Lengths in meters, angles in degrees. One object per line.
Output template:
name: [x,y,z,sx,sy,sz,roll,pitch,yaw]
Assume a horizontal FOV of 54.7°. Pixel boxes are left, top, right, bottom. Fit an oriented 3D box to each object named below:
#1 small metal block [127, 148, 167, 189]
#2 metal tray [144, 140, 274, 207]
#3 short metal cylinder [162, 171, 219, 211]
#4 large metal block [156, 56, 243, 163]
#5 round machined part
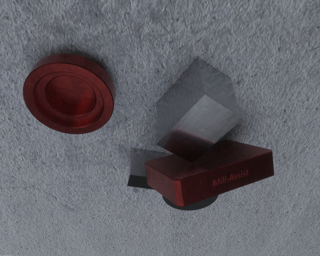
small metal block: [-0.018,0.058,0.440,0.050,0.050,0.025,10,131,-8]
metal tray: [0.058,0.049,0.375,0.131,0.090,0.030,-13,101,-23]
short metal cylinder: [0.043,0.078,0.458,0.081,0.050,0.079,-1,130,0]
large metal block: [0.040,-0.021,0.353,0.050,0.080,0.080,29,124,-21]
round machined part: [-0.101,-0.042,0.359,0.099,0.042,0.097,-1,130,0]
